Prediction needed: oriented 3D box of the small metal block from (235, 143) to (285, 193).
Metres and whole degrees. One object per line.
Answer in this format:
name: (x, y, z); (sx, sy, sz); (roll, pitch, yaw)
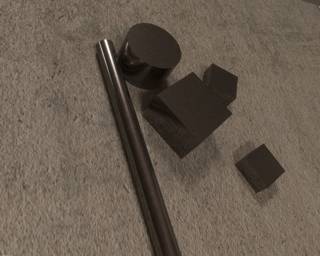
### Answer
small metal block: (0.145, 0.058, 0.449); (0.050, 0.025, 0.050); (-28, 77, -37)

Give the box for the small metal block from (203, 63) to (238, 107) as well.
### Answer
small metal block: (0.096, -0.069, 0.500); (0.050, 0.025, 0.050); (25, 53, -13)

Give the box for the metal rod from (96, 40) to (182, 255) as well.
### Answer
metal rod: (-0.032, 0.016, 0.378); (0.025, 0.025, 0.299); (-5, 64, -31)

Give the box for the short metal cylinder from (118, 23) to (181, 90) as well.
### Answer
short metal cylinder: (-0.017, -0.102, 0.442); (0.081, 0.050, 0.080); (14, 56, -21)

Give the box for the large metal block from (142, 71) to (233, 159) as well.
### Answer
large metal block: (0.037, -0.018, 0.421); (0.080, 0.050, 0.080); (48, 51, 5)
